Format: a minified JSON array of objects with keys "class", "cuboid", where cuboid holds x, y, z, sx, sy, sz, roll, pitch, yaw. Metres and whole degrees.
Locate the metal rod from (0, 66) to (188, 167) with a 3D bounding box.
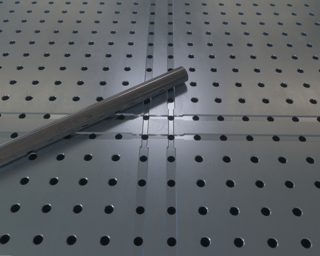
[{"class":"metal rod","cuboid":[-0.090,-0.020,0.423,0.302,0.025,0.025,-27,55,-21]}]
